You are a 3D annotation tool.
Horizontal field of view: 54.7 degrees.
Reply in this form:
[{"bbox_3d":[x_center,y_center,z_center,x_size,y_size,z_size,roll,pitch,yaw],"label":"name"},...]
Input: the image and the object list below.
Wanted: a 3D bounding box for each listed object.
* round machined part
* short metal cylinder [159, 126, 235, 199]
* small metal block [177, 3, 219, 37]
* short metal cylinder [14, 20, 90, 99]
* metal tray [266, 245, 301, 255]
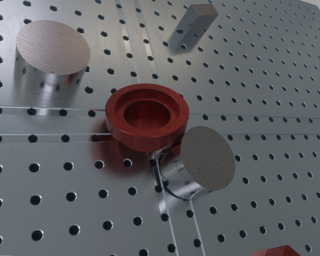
[{"bbox_3d":[-0.016,-0.009,0.379,0.099,0.042,0.098,3,44,-3],"label":"round machined part"},{"bbox_3d":[0.046,0.044,0.385,0.081,0.050,0.080,15,60,-26],"label":"short metal cylinder"},{"bbox_3d":[0.066,-0.189,0.543,0.050,0.050,0.025,-19,72,-35],"label":"small metal block"},{"bbox_3d":[-0.130,-0.081,0.372,0.081,0.050,0.080,14,56,-21],"label":"short metal cylinder"},{"bbox_3d":[0.176,0.217,0.367,0.130,0.030,0.090,41,51,-1],"label":"metal tray"}]
